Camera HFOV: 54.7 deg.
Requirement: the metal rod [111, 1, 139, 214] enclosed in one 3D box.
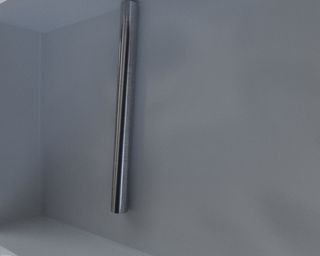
[{"bbox_3d":[-0.051,-0.027,0.446,0.025,0.025,0.298,5,93,39],"label":"metal rod"}]
